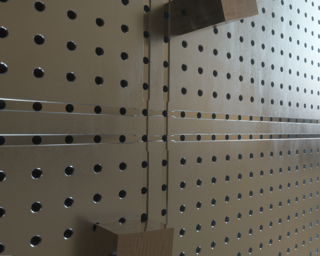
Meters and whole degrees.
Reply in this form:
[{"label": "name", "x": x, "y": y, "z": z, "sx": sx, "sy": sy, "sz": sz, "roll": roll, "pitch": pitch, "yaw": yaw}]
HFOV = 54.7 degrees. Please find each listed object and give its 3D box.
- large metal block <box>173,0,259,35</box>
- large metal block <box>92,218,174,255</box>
[{"label": "large metal block", "x": 0.080, "y": -0.173, "z": 0.442, "sx": 0.081, "sy": 0.080, "sz": 0.050, "roll": -25, "pitch": 106, "yaw": -38}, {"label": "large metal block", "x": -0.033, "y": 0.156, "z": 0.368, "sx": 0.081, "sy": 0.050, "sz": 0.080, "roll": 8, "pitch": 85, "yaw": -40}]
